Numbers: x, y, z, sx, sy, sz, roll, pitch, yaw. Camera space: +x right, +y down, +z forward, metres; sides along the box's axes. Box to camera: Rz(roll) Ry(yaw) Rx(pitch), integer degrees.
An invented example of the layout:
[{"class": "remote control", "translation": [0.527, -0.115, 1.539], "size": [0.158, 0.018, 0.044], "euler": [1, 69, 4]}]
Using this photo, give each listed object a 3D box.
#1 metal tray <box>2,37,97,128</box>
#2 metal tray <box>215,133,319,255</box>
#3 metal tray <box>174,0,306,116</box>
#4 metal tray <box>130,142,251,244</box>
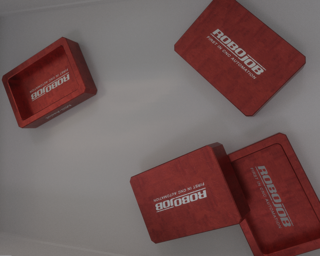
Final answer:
[{"class": "metal tray", "translation": [-0.168, -0.065, 0.467], "size": [0.130, 0.030, 0.090], "euler": [-26, 82, 18]}, {"class": "metal tray", "translation": [0.130, 0.080, 0.361], "size": [0.090, 0.030, 0.130], "euler": [-26, 81, 18]}, {"class": "metal tray", "translation": [0.093, -0.087, 0.375], "size": [0.130, 0.030, 0.090], "euler": [46, 104, 14]}, {"class": "metal tray", "translation": [0.031, 0.082, 0.378], "size": [0.130, 0.030, 0.090], "euler": [-27, 79, 33]}]
